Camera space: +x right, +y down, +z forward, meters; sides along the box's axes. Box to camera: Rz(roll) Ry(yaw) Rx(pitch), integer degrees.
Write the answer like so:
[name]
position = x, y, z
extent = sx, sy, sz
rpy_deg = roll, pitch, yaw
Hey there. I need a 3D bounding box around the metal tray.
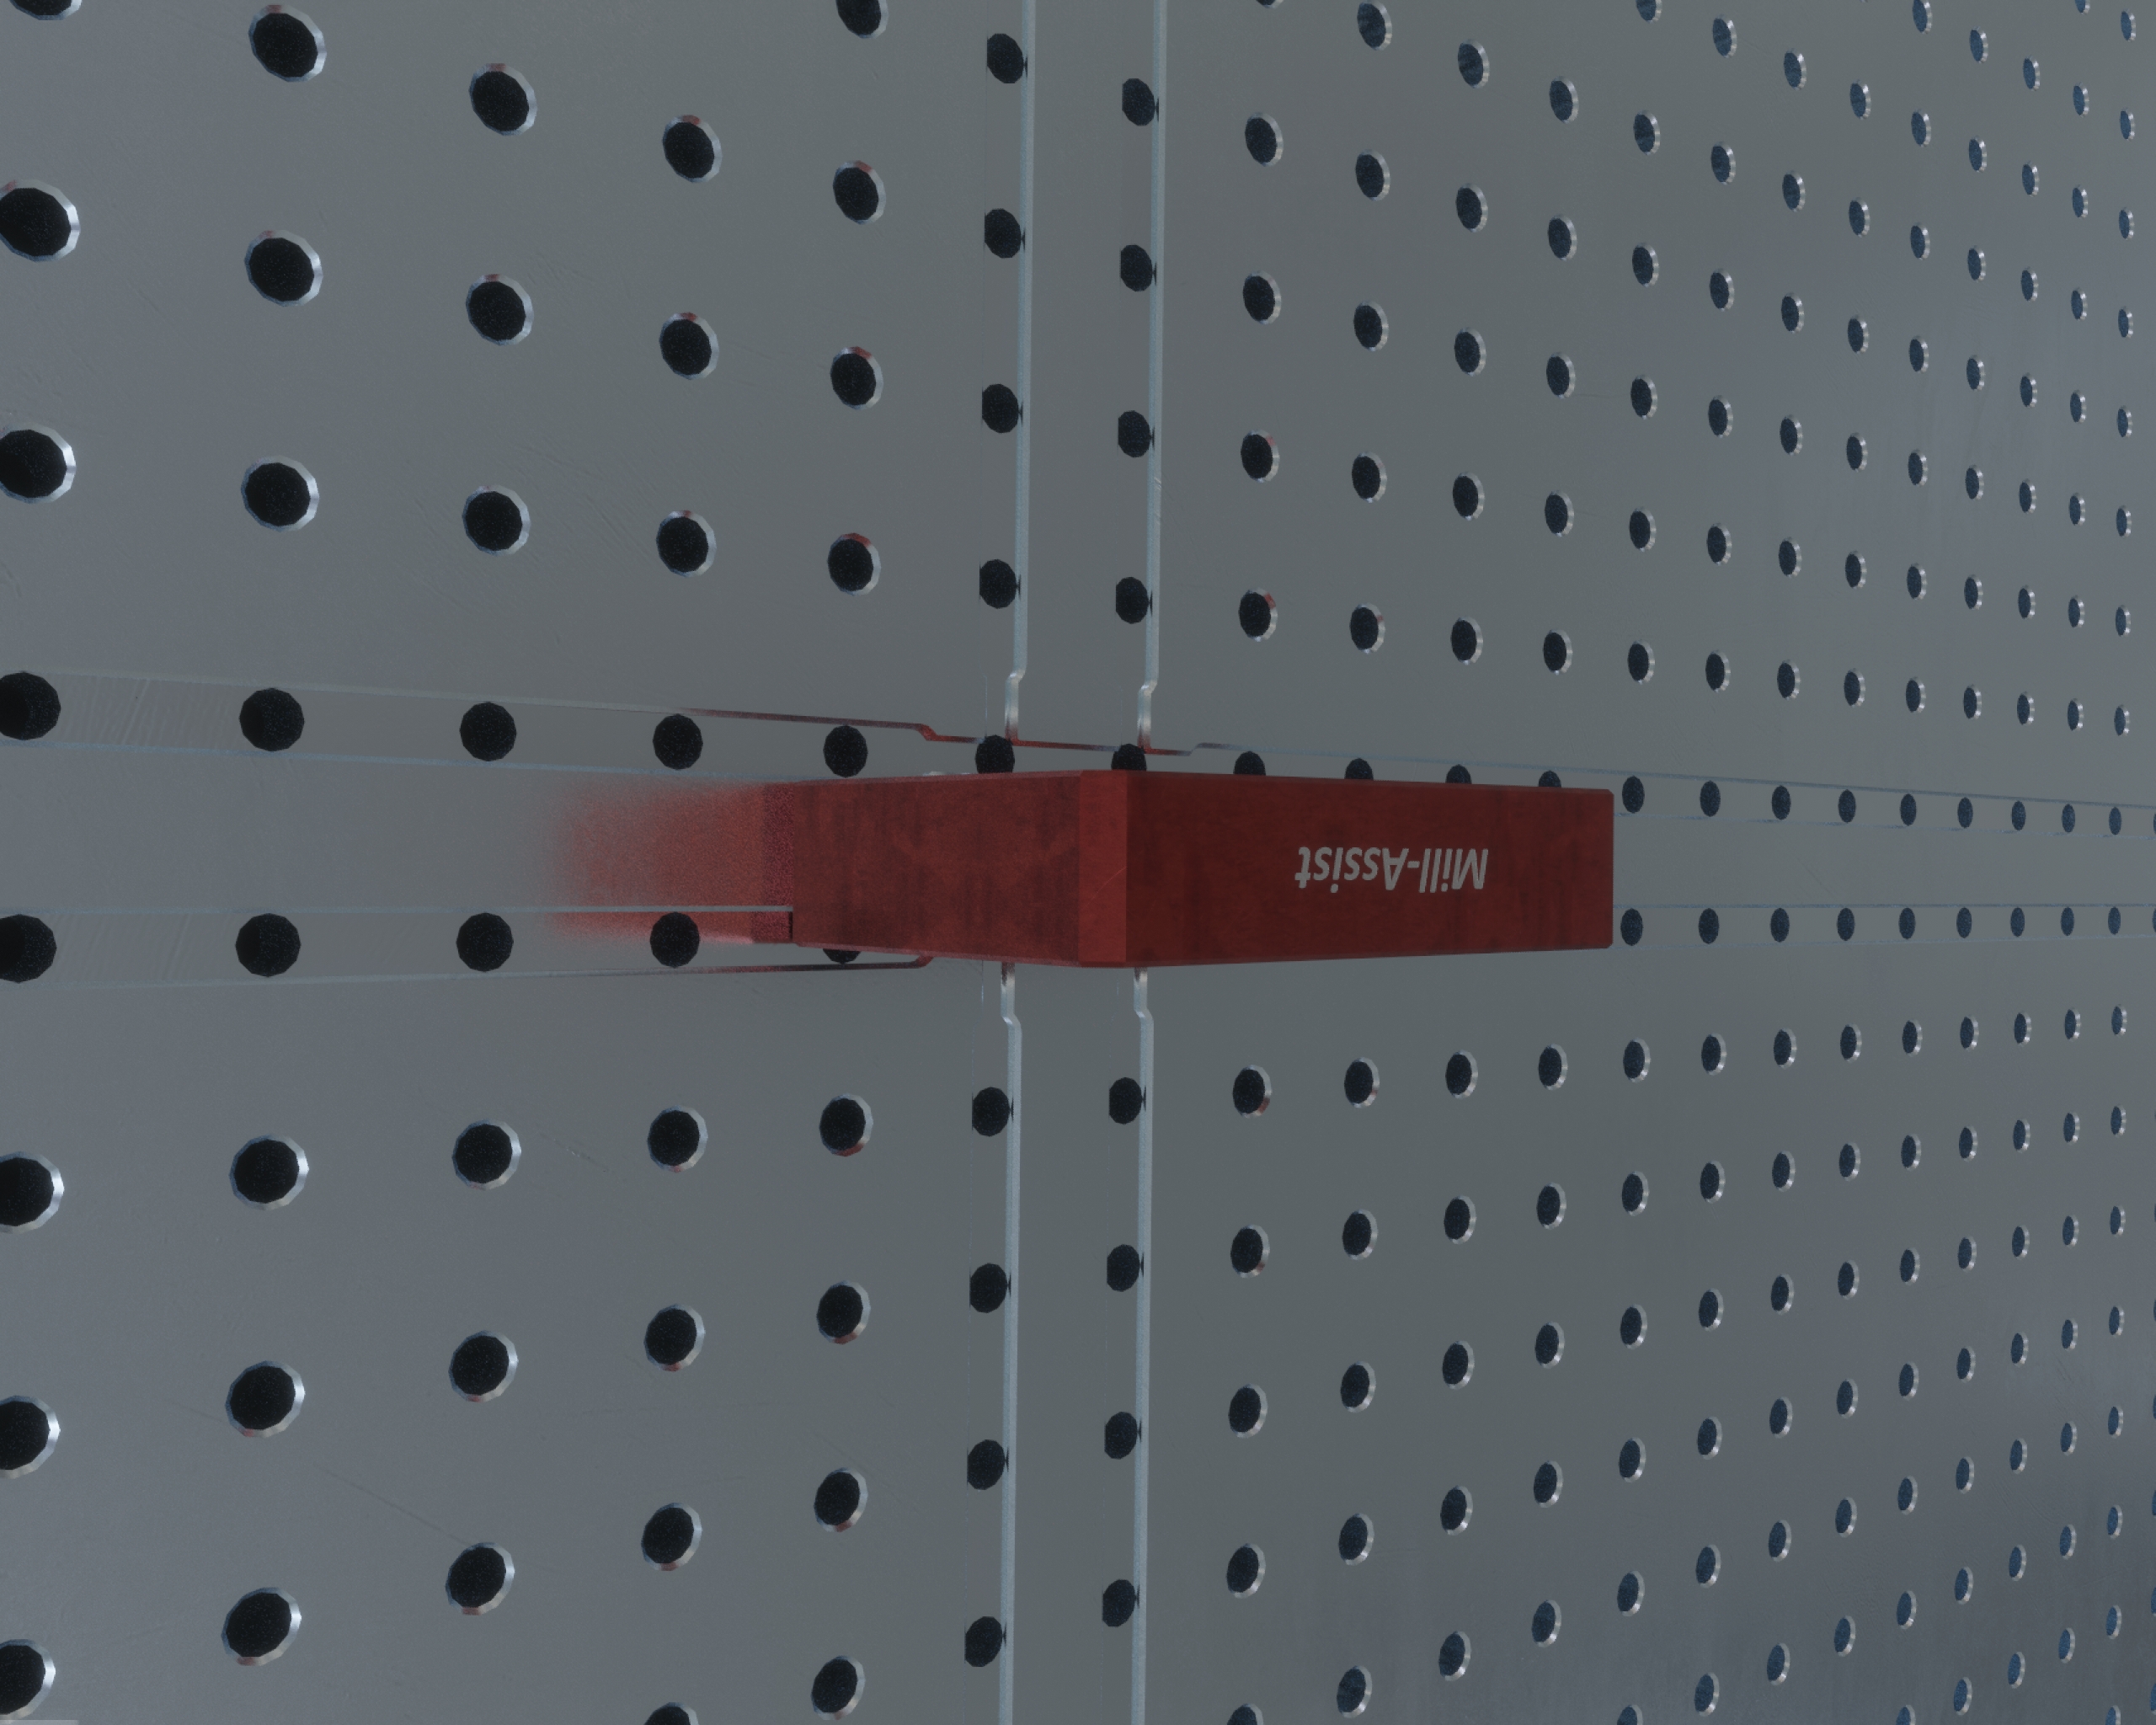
[metal tray]
position = 0.025, 0.001, 0.386
extent = 0.131, 0.090, 0.030
rpy_deg = 0, 90, -40
